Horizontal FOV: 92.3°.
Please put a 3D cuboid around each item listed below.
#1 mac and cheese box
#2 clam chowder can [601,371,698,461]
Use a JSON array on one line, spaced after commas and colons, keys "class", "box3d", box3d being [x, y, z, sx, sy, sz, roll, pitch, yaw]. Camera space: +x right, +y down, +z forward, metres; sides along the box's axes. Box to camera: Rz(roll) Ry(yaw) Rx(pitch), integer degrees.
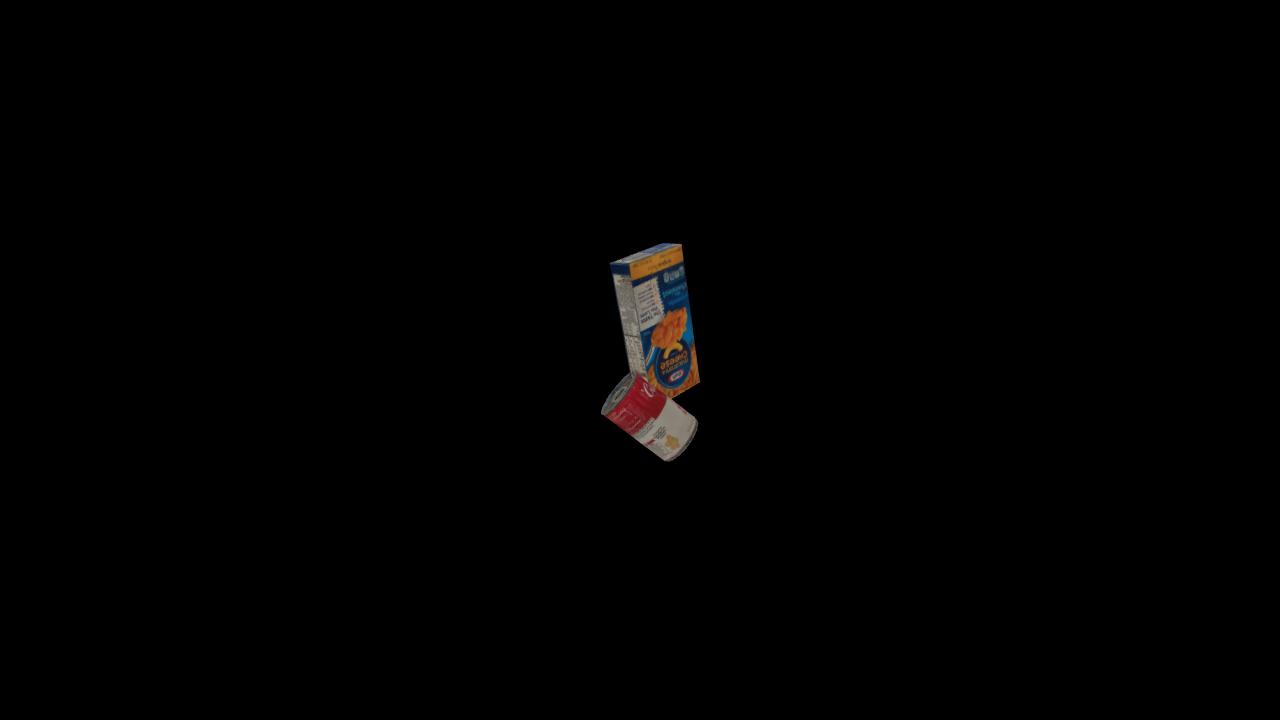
[{"class": "mac and cheese box", "box3d": [0.022, -0.042, 0.755, 0.041, 0.184, 0.093, 11, 30, 44]}, {"class": "clam chowder can", "box3d": [0.012, 0.069, 0.753, 0.102, 0.068, 0.068, 39, -9, -11]}]
